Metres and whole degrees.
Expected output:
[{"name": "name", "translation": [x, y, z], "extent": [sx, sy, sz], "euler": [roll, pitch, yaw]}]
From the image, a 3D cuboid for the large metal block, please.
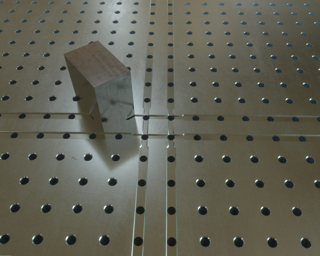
[{"name": "large metal block", "translation": [-0.080, -0.057, 0.420], "extent": [0.050, 0.080, 0.080], "euler": [-30, 56, -23]}]
